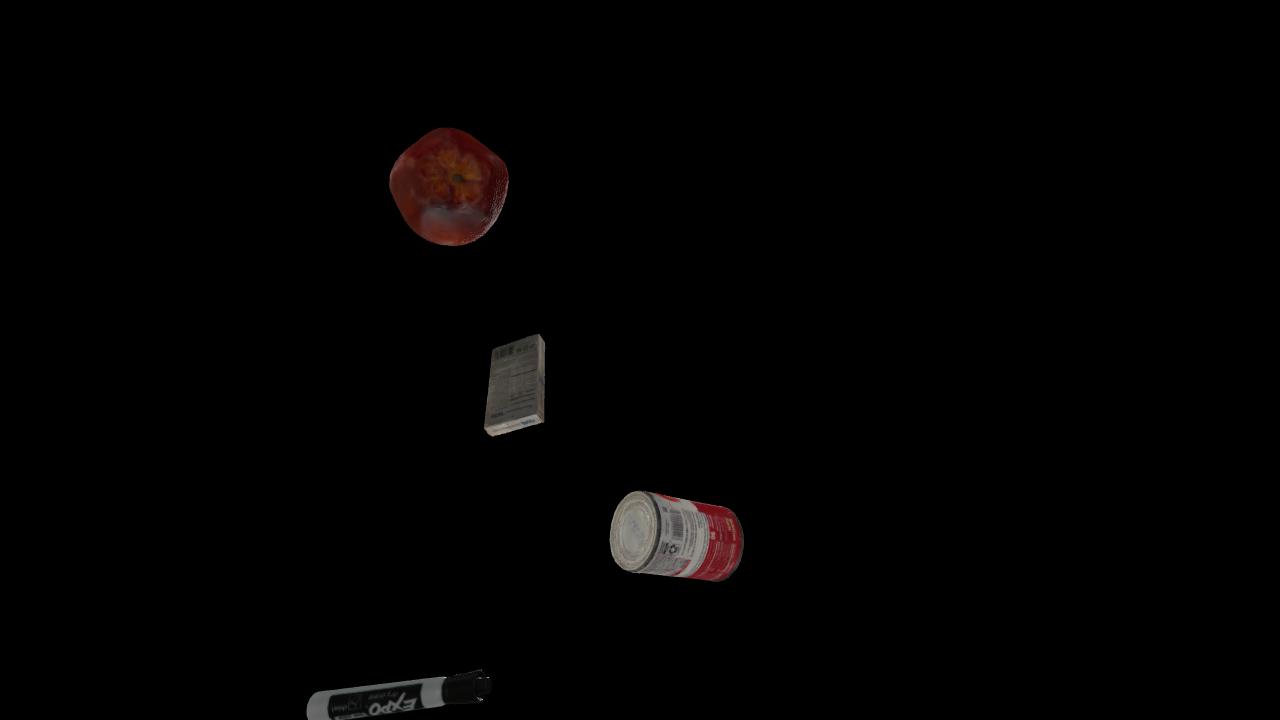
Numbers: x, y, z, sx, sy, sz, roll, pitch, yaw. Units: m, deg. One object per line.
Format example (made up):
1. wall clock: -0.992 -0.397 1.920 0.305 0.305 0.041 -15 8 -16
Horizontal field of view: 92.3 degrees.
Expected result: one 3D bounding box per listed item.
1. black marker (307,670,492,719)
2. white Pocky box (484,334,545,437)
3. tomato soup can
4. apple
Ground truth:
1. black marker: -0.153 0.215 0.393 0.121 0.020 0.020 -11 -2 8
2. white Pocky box: -0.181 0.034 0.900 0.084 0.154 0.028 -17 -43 11
3. tomato soup can: 0.032 0.155 0.536 0.101 0.068 0.068 19 -11 -35
4. apple: -0.129 -0.119 0.424 0.079 0.079 0.093 0 2 -21
